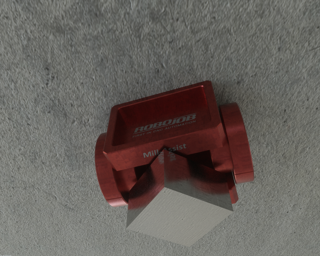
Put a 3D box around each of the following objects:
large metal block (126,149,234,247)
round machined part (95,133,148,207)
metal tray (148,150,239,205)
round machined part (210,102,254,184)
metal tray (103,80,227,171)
[{"bbox_3d":[0.019,0.079,0.339,0.080,0.050,0.080,23,126,-19],"label":"large metal block"},{"bbox_3d":[-0.045,0.050,0.402,0.042,0.098,0.098,-12,129,10],"label":"round machined part"},{"bbox_3d":[0.032,0.069,0.423,0.130,0.090,0.030,-13,129,10],"label":"metal tray"},{"bbox_3d":[0.082,0.020,0.379,0.042,0.098,0.098,-12,129,10],"label":"round machined part"},{"bbox_3d":[0.004,-0.005,0.363,0.130,0.090,0.030,-14,129,11],"label":"metal tray"}]
